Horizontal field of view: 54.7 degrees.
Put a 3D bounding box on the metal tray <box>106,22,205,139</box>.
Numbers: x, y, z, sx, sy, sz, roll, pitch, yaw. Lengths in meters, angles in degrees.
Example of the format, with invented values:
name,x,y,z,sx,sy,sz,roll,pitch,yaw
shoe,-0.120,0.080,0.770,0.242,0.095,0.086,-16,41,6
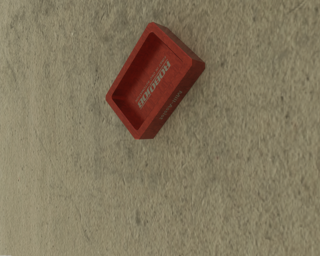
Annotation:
name,x,y,z,sx,sy,sz,roll,pitch,yaw
metal tray,-0.012,-0.059,0.409,0.090,0.030,0.129,51,119,27
